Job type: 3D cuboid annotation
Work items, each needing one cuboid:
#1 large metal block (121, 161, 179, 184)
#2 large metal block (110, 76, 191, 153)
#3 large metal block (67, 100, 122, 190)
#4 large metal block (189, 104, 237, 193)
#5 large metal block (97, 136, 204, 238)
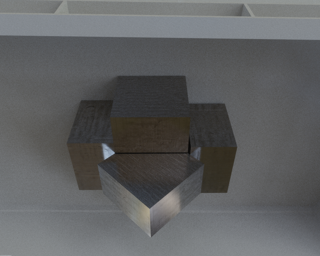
[{"bbox_3d":[-0.009,0.059,0.421,0.081,0.080,0.050,0,130,0],"label":"large metal block"},{"bbox_3d":[-0.010,-0.018,0.356,0.081,0.080,0.050,0,130,0],"label":"large metal block"},{"bbox_3d":[-0.075,0.021,0.389,0.050,0.080,0.079,0,130,0],"label":"large metal block"},{"bbox_3d":[0.058,0.025,0.390,0.050,0.080,0.079,0,130,-1],"label":"large metal block"},{"bbox_3d":[-0.009,0.057,0.346,0.081,0.080,0.050,-33,140,-33],"label":"large metal block"}]
